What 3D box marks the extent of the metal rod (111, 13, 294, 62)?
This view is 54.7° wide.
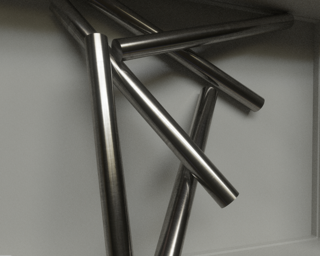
[{"bbox_3d":[0.077,-0.126,0.410,0.302,0.025,0.025,-19,97,-30],"label":"metal rod"}]

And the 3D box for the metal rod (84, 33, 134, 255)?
[{"bbox_3d":[-0.047,0.049,0.302,0.025,0.025,0.299,-4,77,-20],"label":"metal rod"}]

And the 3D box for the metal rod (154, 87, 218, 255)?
[{"bbox_3d":[0.029,0.062,0.348,0.025,0.025,0.300,34,50,-17],"label":"metal rod"}]

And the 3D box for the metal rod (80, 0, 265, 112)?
[{"bbox_3d":[0.023,-0.104,0.419,0.301,0.025,0.025,29,81,-18],"label":"metal rod"}]

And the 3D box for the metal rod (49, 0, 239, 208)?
[{"bbox_3d":[-0.023,-0.035,0.348,0.025,0.025,0.300,-39,82,-16],"label":"metal rod"}]
